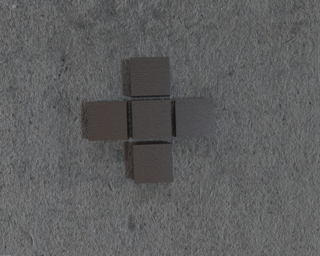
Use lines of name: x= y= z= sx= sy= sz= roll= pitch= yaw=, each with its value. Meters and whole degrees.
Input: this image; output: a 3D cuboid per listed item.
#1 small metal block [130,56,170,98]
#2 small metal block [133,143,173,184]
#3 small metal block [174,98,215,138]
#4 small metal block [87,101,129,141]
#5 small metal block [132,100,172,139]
small metal block: x=-0.013 y=-0.067 z=0.411 sx=0.050 sy=0.025 sz=0.050 roll=-2 pitch=90 yaw=-1
small metal block: x=-0.009 y=0.046 z=0.411 sx=0.050 sy=0.025 sz=0.050 roll=-2 pitch=90 yaw=-1
small metal block: x=0.045 y=-0.013 z=0.412 sx=0.050 sy=0.025 sz=0.050 roll=-2 pitch=90 yaw=-1
small metal block: x=-0.068 y=-0.009 z=0.410 sx=0.050 sy=0.025 sz=0.050 roll=-2 pitch=90 yaw=-1
small metal block: x=-0.011 y=-0.011 z=0.411 sx=0.050 sy=0.025 sz=0.050 roll=-2 pitch=90 yaw=-1
